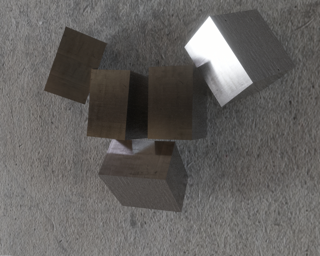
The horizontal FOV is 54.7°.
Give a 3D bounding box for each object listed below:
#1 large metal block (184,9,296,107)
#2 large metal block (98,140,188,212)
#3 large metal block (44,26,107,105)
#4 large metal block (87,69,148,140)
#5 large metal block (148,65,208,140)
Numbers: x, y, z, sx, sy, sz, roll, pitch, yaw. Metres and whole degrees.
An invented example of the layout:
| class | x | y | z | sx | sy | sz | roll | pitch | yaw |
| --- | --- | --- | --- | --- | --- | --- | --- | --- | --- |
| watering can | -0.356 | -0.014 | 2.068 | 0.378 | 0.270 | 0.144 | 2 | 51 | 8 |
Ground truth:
| class | x | y | z | sx | sy | sz | roll | pitch | yaw |
| --- | --- | --- | --- | --- | --- | --- | --- | --- | --- |
| large metal block | 0.088 | -0.079 | 0.343 | 0.080 | 0.081 | 0.050 | 61 | 144 | 10 |
| large metal block | -0.016 | 0.059 | 0.379 | 0.080 | 0.080 | 0.050 | 1 | 51 | 20 |
| large metal block | -0.111 | -0.083 | 0.409 | 0.050 | 0.080 | 0.080 | 19 | 98 | -18 |
| large metal block | -0.047 | -0.028 | 0.397 | 0.050 | 0.080 | 0.079 | 5 | 92 | 19 |
| large metal block | 0.024 | -0.027 | 0.372 | 0.050 | 0.080 | 0.079 | 1 | 90 | 20 |
